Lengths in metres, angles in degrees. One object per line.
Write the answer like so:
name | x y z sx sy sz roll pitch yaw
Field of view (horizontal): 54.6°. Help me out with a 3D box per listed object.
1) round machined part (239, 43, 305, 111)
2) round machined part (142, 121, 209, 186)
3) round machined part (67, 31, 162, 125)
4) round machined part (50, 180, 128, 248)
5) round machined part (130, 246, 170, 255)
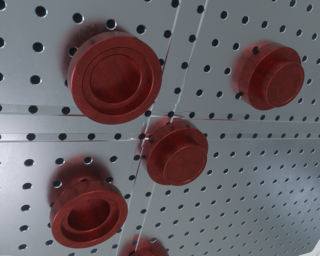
round machined part | 0.167 -0.068 0.448 0.099 0.042 0.097 -14 124 -21
round machined part | 0.028 0.043 0.441 0.099 0.042 0.097 -14 124 -21
round machined part | -0.051 -0.056 0.337 0.099 0.042 0.097 -14 124 -21
round machined part | -0.096 0.110 0.415 0.099 0.042 0.097 -14 124 -21
round machined part | -0.021 0.260 0.549 0.099 0.042 0.097 -14 124 -21
